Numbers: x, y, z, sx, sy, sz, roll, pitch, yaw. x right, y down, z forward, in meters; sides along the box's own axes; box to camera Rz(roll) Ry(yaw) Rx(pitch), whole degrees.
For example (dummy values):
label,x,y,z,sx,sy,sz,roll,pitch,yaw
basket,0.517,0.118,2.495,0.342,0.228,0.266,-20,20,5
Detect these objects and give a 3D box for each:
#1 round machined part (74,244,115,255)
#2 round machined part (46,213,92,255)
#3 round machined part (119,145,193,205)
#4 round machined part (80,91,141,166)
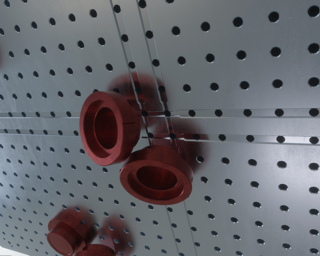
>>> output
label,x,y,z,sx,sy,sz,roll,pitch,yaw
round machined part,-0.126,0.269,0.619,0.099,0.042,0.097,1,128,1
round machined part,-0.195,0.228,0.645,0.098,0.042,0.097,13,124,21
round machined part,-0.003,0.061,0.428,0.098,0.042,0.097,7,134,7
round machined part,-0.064,-0.001,0.417,0.098,0.042,0.097,6,99,44
